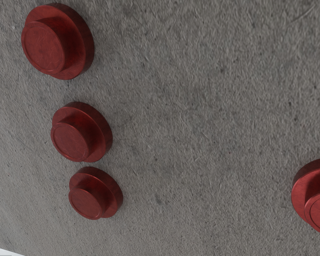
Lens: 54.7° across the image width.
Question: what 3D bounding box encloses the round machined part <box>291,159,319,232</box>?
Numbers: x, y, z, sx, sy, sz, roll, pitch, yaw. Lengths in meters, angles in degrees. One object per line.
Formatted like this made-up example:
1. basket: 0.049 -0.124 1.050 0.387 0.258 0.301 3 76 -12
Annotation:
1. round machined part: 0.198 0.084 0.343 0.098 0.042 0.097 13 124 21

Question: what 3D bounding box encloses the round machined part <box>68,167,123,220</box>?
1. round machined part: -0.116 0.118 0.530 0.098 0.042 0.097 13 124 21

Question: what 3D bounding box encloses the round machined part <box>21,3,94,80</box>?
1. round machined part: -0.139 -0.108 0.402 0.098 0.042 0.097 13 124 21

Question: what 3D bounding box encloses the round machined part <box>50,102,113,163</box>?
1. round machined part: -0.125 0.013 0.470 0.098 0.042 0.097 13 124 21
